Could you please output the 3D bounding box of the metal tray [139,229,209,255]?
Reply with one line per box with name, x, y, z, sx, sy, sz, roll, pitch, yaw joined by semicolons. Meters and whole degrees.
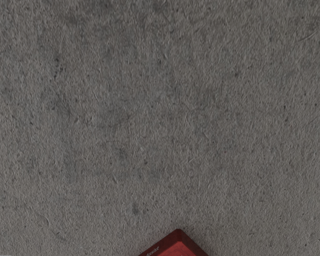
metal tray;0.010;0.229;0.491;0.130;0.030;0.090;-39;106;13
